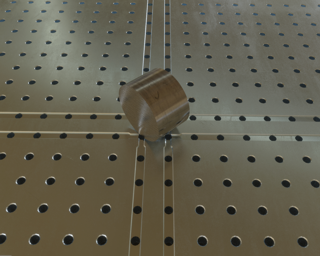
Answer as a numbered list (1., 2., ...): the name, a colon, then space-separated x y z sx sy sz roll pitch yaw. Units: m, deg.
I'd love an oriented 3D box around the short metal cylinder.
1. short metal cylinder: -0.008 -0.030 0.396 0.050 0.080 0.080 -33 58 -25
